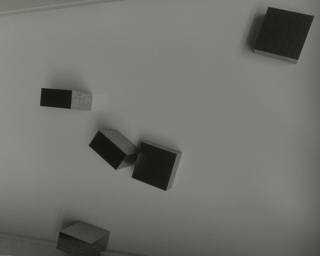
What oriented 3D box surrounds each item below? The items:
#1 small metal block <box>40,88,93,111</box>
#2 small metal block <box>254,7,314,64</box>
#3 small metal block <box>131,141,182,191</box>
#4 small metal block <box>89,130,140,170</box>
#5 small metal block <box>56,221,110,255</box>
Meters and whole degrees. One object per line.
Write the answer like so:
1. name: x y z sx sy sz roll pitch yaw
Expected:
1. small metal block: -0.133 -0.040 0.442 0.050 0.050 0.025 6 92 19
2. small metal block: 0.143 -0.107 0.360 0.050 0.025 0.050 20 97 18
3. small metal block: -0.004 0.049 0.411 0.050 0.025 0.050 18 96 18
4. small metal block: -0.058 0.028 0.417 0.050 0.050 0.025 39 102 15
5. small metal block: -0.106 0.157 0.433 0.050 0.050 0.025 13 95 19
